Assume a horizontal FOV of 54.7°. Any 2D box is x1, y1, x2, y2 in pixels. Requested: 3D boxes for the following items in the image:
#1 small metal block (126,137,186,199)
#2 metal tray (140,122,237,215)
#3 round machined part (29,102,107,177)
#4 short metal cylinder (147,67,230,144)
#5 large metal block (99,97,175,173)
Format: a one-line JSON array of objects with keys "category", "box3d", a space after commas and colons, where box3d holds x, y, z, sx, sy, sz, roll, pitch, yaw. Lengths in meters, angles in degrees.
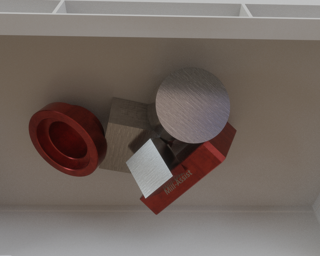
[{"category": "small metal block", "box3d": [-0.006, 0.046, 0.362, 0.025, 0.050, 0.050, -4, 146, -52]}, {"category": "metal tray", "box3d": [0.037, 0.048, 0.404, 0.030, 0.090, 0.129, 44, 121, 0]}, {"category": "round machined part", "box3d": [-0.109, 0.010, 0.388, 0.098, 0.042, 0.097, 13, 127, 18]}, {"category": "short metal cylinder", "box3d": [0.030, -0.022, 0.344, 0.081, 0.080, 0.050, 12, 173, -11]}, {"category": "large metal block", "box3d": [-0.030, 0.014, 0.403, 0.081, 0.050, 0.079, 11, 129, -10]}]
